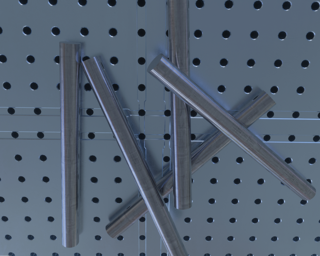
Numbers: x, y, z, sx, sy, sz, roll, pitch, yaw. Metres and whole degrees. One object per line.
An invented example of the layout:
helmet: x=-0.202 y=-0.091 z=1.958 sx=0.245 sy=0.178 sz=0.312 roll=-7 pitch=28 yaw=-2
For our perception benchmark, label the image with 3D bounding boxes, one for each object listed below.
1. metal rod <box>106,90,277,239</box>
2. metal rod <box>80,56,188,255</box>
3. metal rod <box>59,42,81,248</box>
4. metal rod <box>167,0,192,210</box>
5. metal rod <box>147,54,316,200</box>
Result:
metal rod: x=0.034 y=0.058 z=0.435 sx=0.299 sy=0.025 sz=0.025 roll=-42 pitch=105 yaw=13
metal rod: x=-0.029 y=0.050 z=0.411 sx=0.025 sy=0.025 sz=0.299 roll=-22 pitch=102 yaw=7
metal rod: x=-0.123 y=0.036 z=0.424 sx=0.025 sy=0.025 sz=0.298 roll=5 pitch=110 yaw=-2
metal rod: x=0.025 y=-0.039 z=0.383 sx=0.025 sy=0.025 sz=0.298 roll=-2 pitch=104 yaw=0
metal rod: x=0.105 y=0.012 z=0.392 sx=0.301 sy=0.025 sz=0.025 roll=37 pitch=106 yaw=-23
